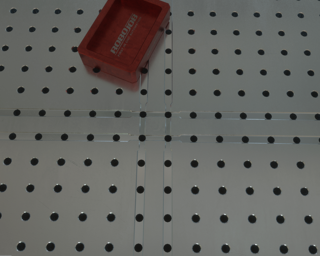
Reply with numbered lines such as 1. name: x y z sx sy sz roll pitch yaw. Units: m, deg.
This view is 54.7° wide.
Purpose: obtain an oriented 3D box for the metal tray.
1. metal tray: -0.050 -0.141 0.459 0.090 0.030 0.130 23 71 7
